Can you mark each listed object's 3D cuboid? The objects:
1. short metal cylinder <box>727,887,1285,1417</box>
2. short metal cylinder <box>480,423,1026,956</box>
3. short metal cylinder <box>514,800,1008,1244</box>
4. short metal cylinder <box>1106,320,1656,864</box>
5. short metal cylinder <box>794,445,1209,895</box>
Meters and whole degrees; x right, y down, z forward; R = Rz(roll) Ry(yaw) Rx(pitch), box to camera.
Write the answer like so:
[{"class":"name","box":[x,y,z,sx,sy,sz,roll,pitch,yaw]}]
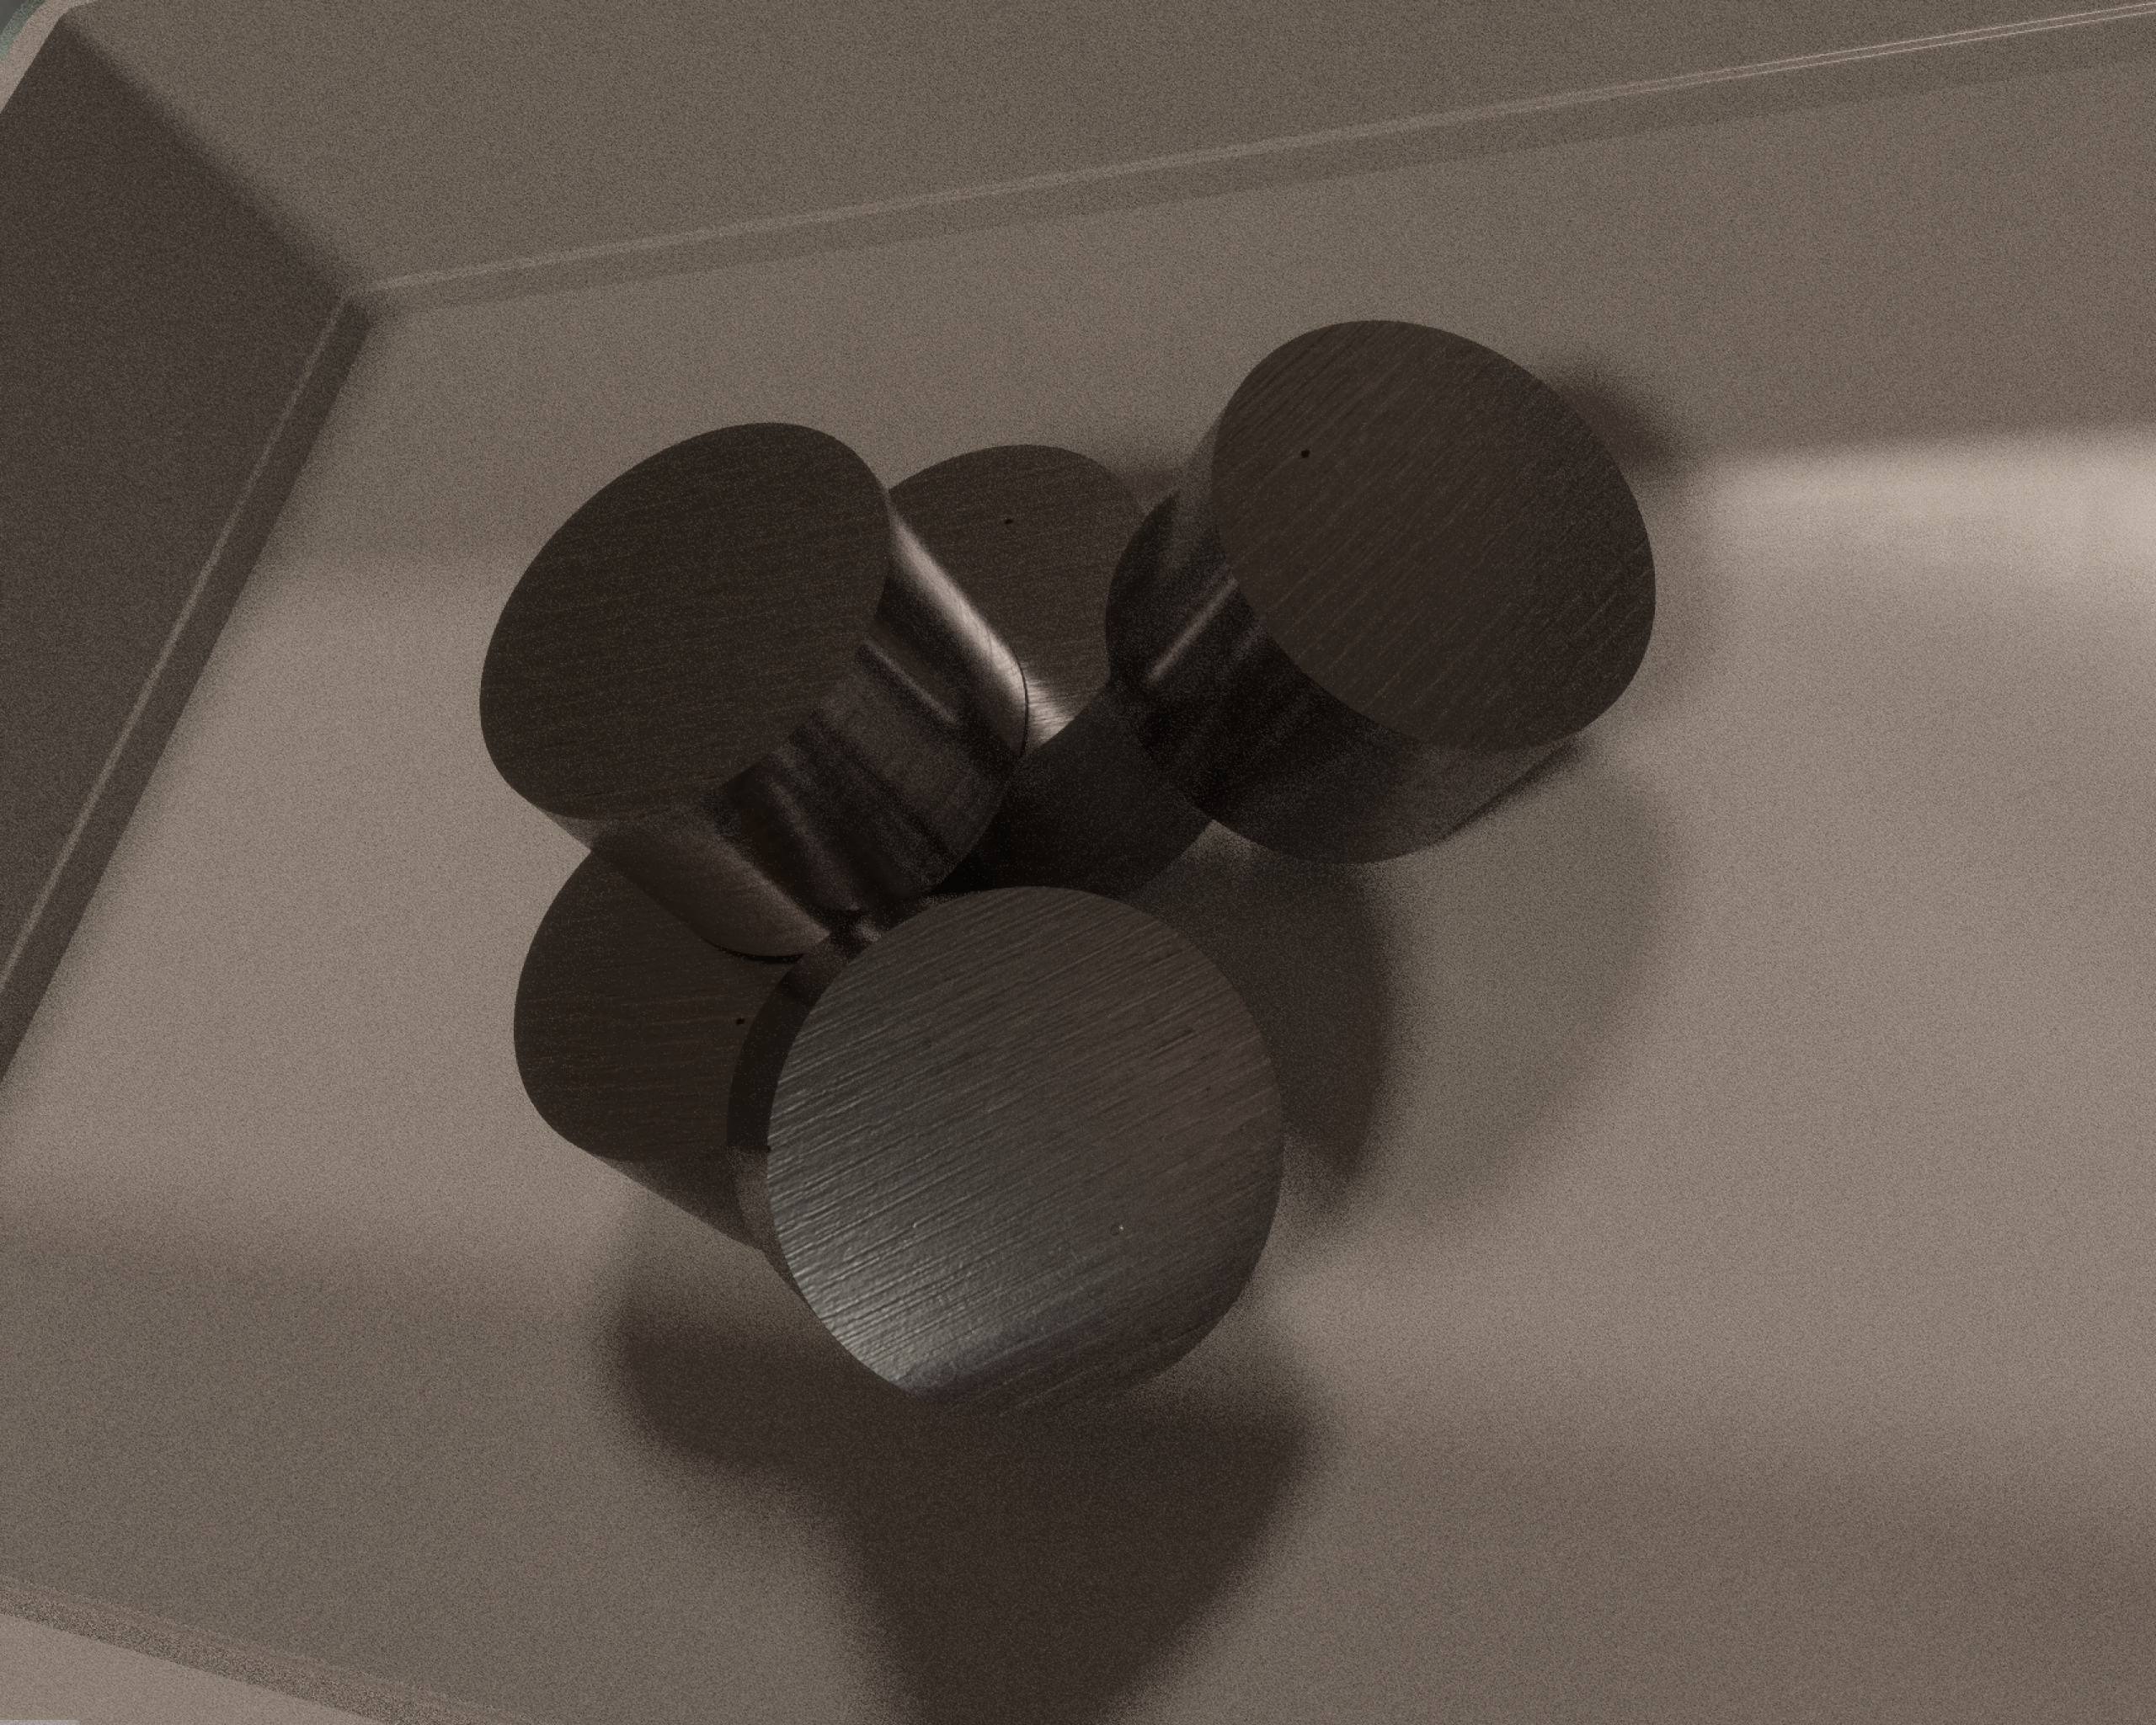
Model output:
[{"class":"short metal cylinder","box":[-0.013,0.044,0.338,0.080,0.080,0.050,-55,12,-11]},{"class":"short metal cylinder","box":[-0.056,-0.030,0.368,0.080,0.050,0.080,-13,56,20]},{"class":"short metal cylinder","box":[-0.059,0.029,0.400,0.080,0.050,0.080,-13,56,20]},{"class":"short metal cylinder","box":[0.051,-0.046,0.361,0.081,0.050,0.080,8,66,-17]},{"class":"short metal cylinder","box":[-0.013,-0.036,0.414,0.080,0.050,0.080,-13,56,20]}]
